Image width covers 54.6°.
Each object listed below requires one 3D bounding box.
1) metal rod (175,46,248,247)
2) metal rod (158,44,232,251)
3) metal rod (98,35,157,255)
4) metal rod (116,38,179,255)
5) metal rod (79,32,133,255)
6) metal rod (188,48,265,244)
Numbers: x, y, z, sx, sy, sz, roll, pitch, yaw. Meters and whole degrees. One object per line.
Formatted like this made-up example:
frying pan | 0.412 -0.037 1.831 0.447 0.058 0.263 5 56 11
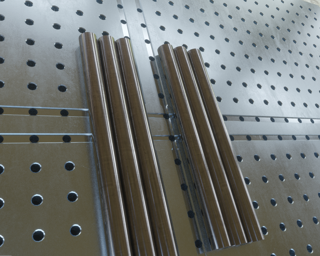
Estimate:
metal rod | 0.062 0.009 0.435 0.025 0.025 0.299 1 61 -28
metal rod | 0.040 0.008 0.423 0.025 0.025 0.299 1 61 -28
metal rod | -0.045 0.009 0.377 0.025 0.025 0.299 1 61 -28
metal rod | -0.023 0.009 0.389 0.025 0.025 0.299 1 61 -28
metal rod | -0.068 0.008 0.366 0.025 0.025 0.299 1 61 -28
metal rod | 0.086 0.009 0.447 0.025 0.025 0.299 1 61 -28
